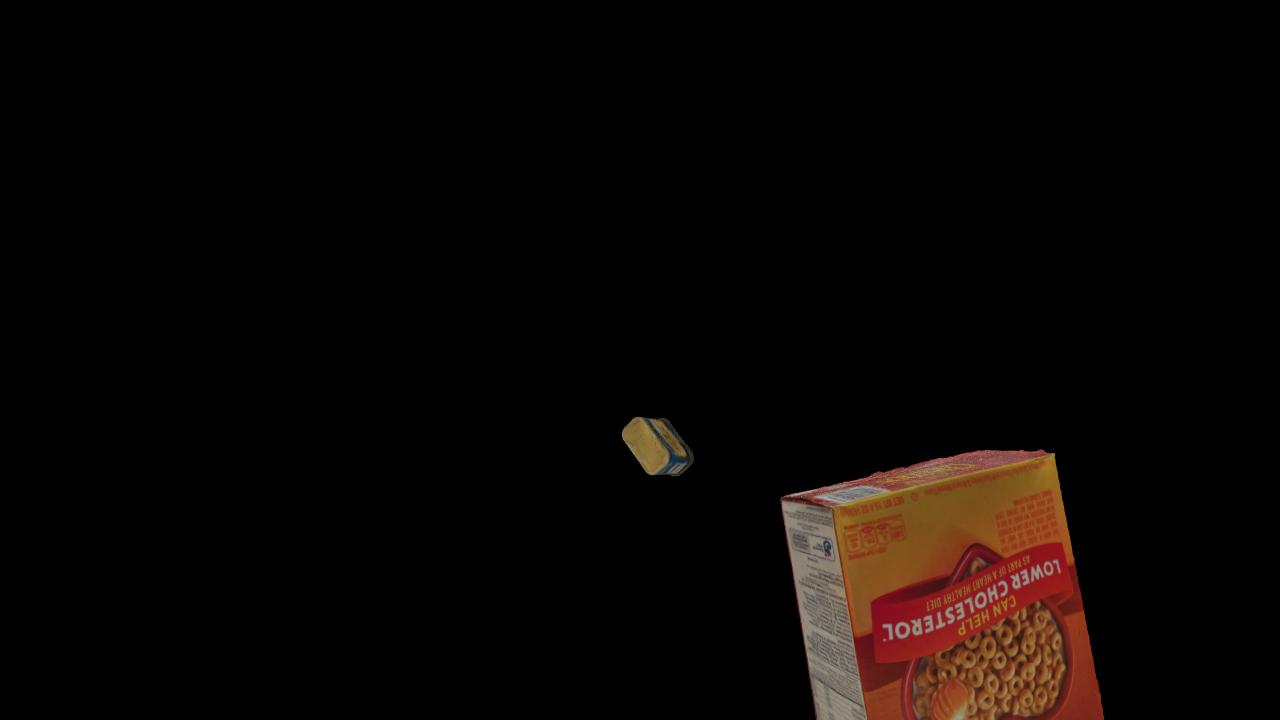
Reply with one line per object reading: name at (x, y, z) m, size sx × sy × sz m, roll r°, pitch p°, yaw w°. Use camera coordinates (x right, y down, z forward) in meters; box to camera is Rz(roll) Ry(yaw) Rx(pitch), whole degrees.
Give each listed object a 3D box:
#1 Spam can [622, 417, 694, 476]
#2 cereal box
Spam can at (0.029, 0.142, 1.014) m, size 0.058 × 0.101 × 0.085 m, roll -46°, pitch -27°, yaw 15°
cereal box at (0.227, 0.232, 0.442) m, size 0.203 × 0.306 × 0.081 m, roll -7°, pitch -4°, yaw -20°
